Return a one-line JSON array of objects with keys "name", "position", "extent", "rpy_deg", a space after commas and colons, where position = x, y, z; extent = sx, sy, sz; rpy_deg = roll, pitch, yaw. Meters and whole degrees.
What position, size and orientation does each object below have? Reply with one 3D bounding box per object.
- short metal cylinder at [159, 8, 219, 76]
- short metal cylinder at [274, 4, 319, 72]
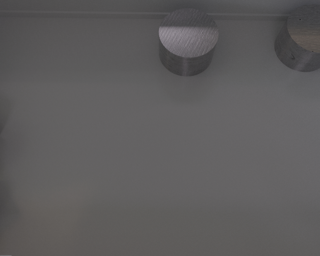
[{"name": "short metal cylinder", "position": [0.039, -0.121, 0.441], "extent": [0.081, 0.050, 0.080], "rpy_deg": [0, 70, 0]}, {"name": "short metal cylinder", "position": [0.213, -0.128, 0.444], "extent": [0.081, 0.050, 0.080], "rpy_deg": [0, 70, 0]}]
